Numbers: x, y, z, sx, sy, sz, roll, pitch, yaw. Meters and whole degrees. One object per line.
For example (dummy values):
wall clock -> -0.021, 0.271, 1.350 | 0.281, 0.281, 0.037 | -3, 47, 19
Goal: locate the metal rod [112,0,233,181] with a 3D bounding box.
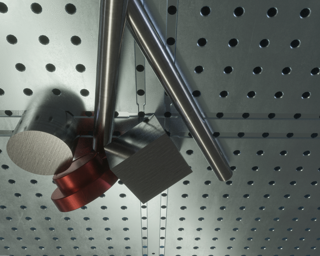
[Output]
metal rod -> 0.031, -0.030, 0.386 | 0.025, 0.025, 0.299 | -22, 127, 17

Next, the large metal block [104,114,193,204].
large metal block -> -0.015, 0.042, 0.416 | 0.080, 0.050, 0.080 | -34, 125, 1

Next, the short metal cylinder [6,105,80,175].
short metal cylinder -> -0.151, 0.017, 0.408 | 0.081, 0.050, 0.079 | 0, 130, 0

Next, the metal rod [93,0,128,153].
metal rod -> -0.053, -0.074, 0.324 | 0.025, 0.025, 0.298 | 8, 137, -7

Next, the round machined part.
round machined part -> -0.106, 0.067, 0.425 | 0.098, 0.098, 0.042 | -24, 104, 19
